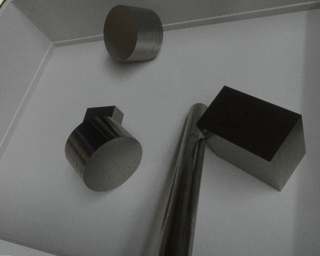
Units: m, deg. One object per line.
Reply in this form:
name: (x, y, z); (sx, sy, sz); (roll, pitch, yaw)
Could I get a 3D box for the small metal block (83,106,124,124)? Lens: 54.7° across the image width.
small metal block: (-0.085, -0.003, 0.451); (0.050, 0.025, 0.050); (-3, 60, 26)

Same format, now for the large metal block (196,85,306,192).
large metal block: (0.094, 0.011, 0.314); (0.080, 0.080, 0.050); (30, 78, 37)

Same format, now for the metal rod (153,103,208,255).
metal rod: (0.022, 0.052, 0.266); (0.025, 0.025, 0.301); (-15, 25, 20)

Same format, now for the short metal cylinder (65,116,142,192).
short metal cylinder: (-0.070, 0.032, 0.386); (0.080, 0.080, 0.050); (-47, 52, -5)

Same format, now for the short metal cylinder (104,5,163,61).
short metal cylinder: (-0.042, -0.142, 0.472); (0.080, 0.050, 0.079); (12, 107, 43)
